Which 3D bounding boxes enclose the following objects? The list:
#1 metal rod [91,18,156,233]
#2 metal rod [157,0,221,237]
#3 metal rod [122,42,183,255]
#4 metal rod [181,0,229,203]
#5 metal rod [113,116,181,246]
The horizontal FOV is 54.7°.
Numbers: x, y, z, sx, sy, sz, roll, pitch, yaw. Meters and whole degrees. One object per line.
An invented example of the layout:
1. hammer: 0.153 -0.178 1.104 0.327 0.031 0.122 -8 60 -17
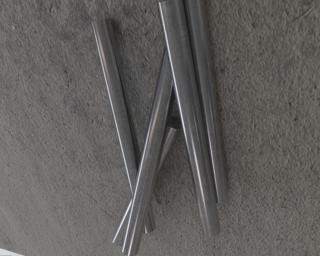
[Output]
1. metal rod: -0.044 0.011 0.414 0.025 0.025 0.298 0 112 28
2. metal rod: 0.040 0.008 0.360 0.025 0.025 0.298 1 119 28
3. metal rod: -0.012 0.041 0.394 0.025 0.025 0.298 20 112 17
4. metal rod: 0.052 -0.037 0.356 0.025 0.025 0.298 2 120 27
5. metal rod: -0.029 0.100 0.484 0.025 0.025 0.298 30 128 9
